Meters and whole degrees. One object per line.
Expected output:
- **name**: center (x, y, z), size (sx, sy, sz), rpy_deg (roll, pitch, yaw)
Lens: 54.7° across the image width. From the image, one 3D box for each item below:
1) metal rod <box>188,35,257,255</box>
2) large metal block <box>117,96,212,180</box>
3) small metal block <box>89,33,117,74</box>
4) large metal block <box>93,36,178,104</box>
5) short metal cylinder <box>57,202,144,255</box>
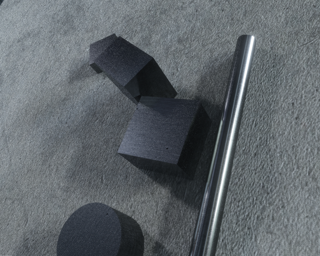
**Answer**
- **metal rod**: center (0.075, 0.015, 0.354), size (0.025, 0.025, 0.300), rpy_deg (3, 63, 29)
- **large metal block**: center (0.008, 0.010, 0.378), size (0.080, 0.050, 0.080), rpy_deg (8, 65, 31)
- **small metal block**: center (-0.092, -0.127, 0.530), size (0.050, 0.025, 0.050), rpy_deg (-19, 54, 17)
- **large metal block**: center (-0.032, -0.069, 0.428), size (0.050, 0.080, 0.080), rpy_deg (-46, 51, -4)
- **short metal cylinder**: center (-0.065, 0.129, 0.343), size (0.080, 0.050, 0.080), rpy_deg (-13, 56, 21)
